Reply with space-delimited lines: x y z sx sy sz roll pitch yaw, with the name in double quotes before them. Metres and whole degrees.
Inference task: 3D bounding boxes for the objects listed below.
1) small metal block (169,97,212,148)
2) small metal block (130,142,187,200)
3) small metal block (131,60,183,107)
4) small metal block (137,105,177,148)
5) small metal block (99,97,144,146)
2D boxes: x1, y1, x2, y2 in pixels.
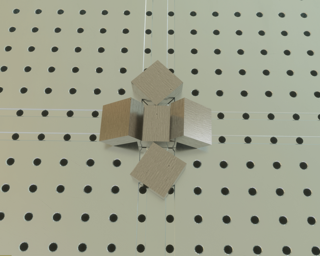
"small metal block" 0.040 -0.005 0.399 0.050 0.025 0.050 19 65 -37
"small metal block" -0.002 0.054 0.391 0.050 0.025 0.050 32 74 12
"small metal block" -0.004 -0.058 0.433 0.050 0.025 0.050 -42 75 -14
"small metal block" -0.003 -0.002 0.412 0.050 0.025 0.050 1 69 0
"small metal block" -0.049 -0.007 0.401 0.050 0.025 0.050 -12 67 35
